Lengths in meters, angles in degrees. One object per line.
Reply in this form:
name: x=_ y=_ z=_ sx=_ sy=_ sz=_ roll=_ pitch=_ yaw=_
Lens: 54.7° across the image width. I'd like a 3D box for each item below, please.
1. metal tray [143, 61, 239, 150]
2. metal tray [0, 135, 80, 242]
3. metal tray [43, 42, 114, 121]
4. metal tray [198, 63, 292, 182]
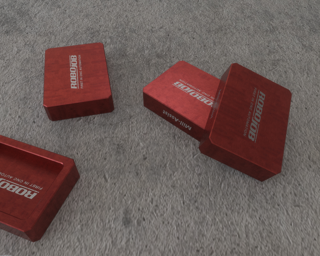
metal tray: x=0.052 y=-0.037 z=0.431 sx=0.130 sy=0.030 sz=0.090 roll=34 pitch=57 yaw=25
metal tray: x=-0.170 y=0.060 z=0.347 sx=0.130 sy=0.030 sz=0.090 roll=16 pitch=52 yaw=13
metal tray: x=-0.122 y=-0.073 z=0.461 sx=0.091 sy=0.030 sz=0.130 roll=-9 pitch=51 yaw=-8
metal tray: x=0.109 y=-0.011 z=0.383 sx=0.090 sy=0.030 sz=0.130 roll=26 pitch=58 yaw=-5
